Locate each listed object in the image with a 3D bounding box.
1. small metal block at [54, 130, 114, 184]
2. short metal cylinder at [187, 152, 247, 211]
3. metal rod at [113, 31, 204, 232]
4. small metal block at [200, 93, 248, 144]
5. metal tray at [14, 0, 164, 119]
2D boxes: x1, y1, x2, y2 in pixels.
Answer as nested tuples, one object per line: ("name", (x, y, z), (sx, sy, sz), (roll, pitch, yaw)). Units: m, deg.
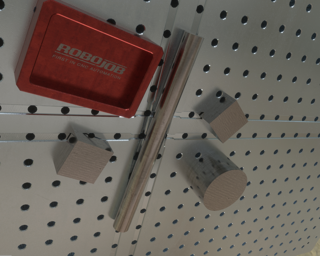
("small metal block", (-0.094, 0.037, 0.382), (0.050, 0.025, 0.050), (25, 105, -37))
("short metal cylinder", (0.091, 0.085, 0.497), (0.081, 0.050, 0.079), (-14, 124, -21))
("metal rod", (-0.009, 0.020, 0.417), (0.025, 0.025, 0.298), (7, 115, -32))
("small metal block", (0.095, -0.014, 0.454), (0.050, 0.025, 0.050), (-41, 130, 0))
("metal tray", (-0.071, -0.068, 0.326), (0.131, 0.030, 0.089), (14, 111, -34))
